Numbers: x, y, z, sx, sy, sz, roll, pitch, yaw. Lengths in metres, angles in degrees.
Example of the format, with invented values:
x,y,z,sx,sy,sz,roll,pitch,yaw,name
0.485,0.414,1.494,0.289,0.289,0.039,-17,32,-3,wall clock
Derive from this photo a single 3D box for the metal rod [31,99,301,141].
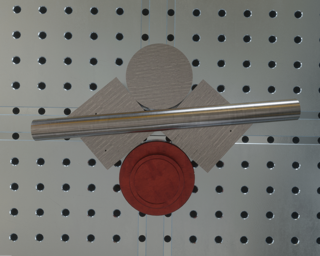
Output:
x,y,z,sx,sy,sz,roll,pitch,yaw,name
0.006,-0.009,0.358,0.302,0.025,0.025,-5,90,0,metal rod

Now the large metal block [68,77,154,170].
x,y,z,sx,sy,sz,roll,pitch,yaw,name
-0.058,-0.006,0.396,0.080,0.050,0.080,-39,92,0,large metal block

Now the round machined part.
x,y,z,sx,sy,sz,roll,pitch,yaw,name
-0.004,0.065,0.401,0.099,0.042,0.097,0,90,0,round machined part

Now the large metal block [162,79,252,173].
x,y,z,sx,sy,sz,roll,pitch,yaw,name
0.055,-0.003,0.395,0.080,0.050,0.080,42,91,0,large metal block

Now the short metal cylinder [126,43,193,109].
x,y,z,sx,sy,sz,roll,pitch,yaw,name
-0.001,-0.062,0.397,0.081,0.050,0.079,0,90,0,short metal cylinder
